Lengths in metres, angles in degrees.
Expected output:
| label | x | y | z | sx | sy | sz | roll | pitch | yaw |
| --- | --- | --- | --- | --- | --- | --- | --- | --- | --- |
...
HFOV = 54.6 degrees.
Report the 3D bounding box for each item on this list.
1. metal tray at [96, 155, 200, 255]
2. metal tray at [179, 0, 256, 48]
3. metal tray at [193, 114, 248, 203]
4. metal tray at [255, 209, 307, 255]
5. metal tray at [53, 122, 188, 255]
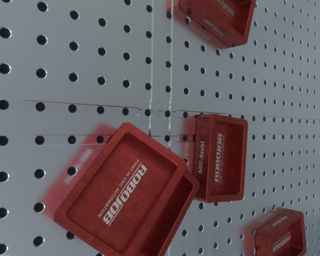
| label | x | y | z | sx | sy | sz | roll | pitch | yaw |
| --- | --- | --- | --- | --- | --- | --- | --- | --- | --- |
| metal tray | -0.010 | 0.100 | 0.396 | 0.090 | 0.030 | 0.130 | 47 | 62 | -30 |
| metal tray | 0.094 | -0.196 | 0.482 | 0.131 | 0.030 | 0.090 | 23 | 76 | -38 |
| metal tray | 0.095 | 0.047 | 0.484 | 0.091 | 0.030 | 0.129 | 7 | 85 | -40 |
| metal tray | 0.238 | 0.224 | 0.603 | 0.131 | 0.030 | 0.090 | -13 | 98 | -39 |
| metal tray | -0.040 | 0.069 | 0.342 | 0.090 | 0.030 | 0.130 | 35 | 66 | -1 |
